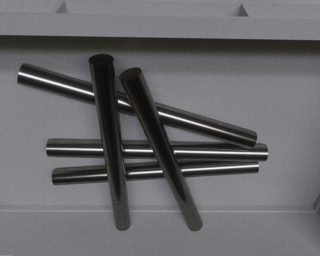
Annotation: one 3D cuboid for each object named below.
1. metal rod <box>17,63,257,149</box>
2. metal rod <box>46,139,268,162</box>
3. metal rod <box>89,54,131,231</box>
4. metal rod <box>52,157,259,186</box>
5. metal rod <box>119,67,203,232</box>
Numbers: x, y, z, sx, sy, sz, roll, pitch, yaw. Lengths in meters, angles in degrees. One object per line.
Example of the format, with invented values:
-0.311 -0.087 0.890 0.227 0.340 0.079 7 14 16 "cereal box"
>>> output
-0.016 -0.023 0.387 0.302 0.025 0.025 15 128 -14 "metal rod"
-0.002 0.031 0.433 0.302 0.025 0.025 1 130 -2 "metal rod"
-0.060 0.044 0.410 0.025 0.025 0.298 0 130 -1 "metal rod"
-0.008 0.064 0.462 0.302 0.025 0.025 -4 130 2 "metal rod"
0.014 0.051 0.418 0.025 0.025 0.299 -14 129 11 "metal rod"
